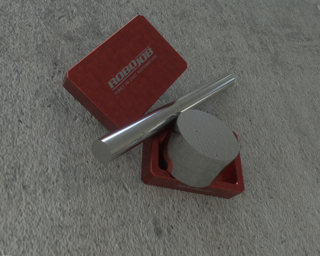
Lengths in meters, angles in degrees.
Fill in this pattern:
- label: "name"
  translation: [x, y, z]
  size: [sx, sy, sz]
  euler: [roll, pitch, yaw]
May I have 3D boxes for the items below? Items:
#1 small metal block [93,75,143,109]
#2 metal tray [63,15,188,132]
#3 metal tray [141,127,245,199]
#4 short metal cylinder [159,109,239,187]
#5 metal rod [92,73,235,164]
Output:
- label: "small metal block"
  translation: [-0.054, -0.045, 0.387]
  size: [0.050, 0.050, 0.025]
  euler: [9, 58, -24]
- label: "metal tray"
  translation: [-0.037, -0.065, 0.373]
  size: [0.090, 0.030, 0.130]
  euler: [46, 62, -9]
- label: "metal tray"
  translation: [0.043, 0.036, 0.403]
  size: [0.131, 0.030, 0.090]
  euler: [14, 56, -21]
- label: "short metal cylinder"
  translation: [0.046, 0.023, 0.370]
  size: [0.081, 0.050, 0.080]
  euler: [19, 38, -16]
- label: "metal rod"
  translation: [0.029, -0.029, 0.401]
  size: [0.025, 0.025, 0.302]
  euler: [50, 40, 7]
